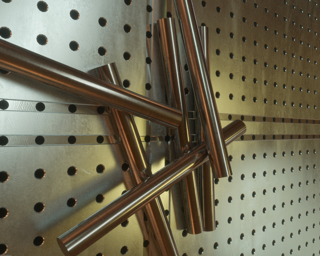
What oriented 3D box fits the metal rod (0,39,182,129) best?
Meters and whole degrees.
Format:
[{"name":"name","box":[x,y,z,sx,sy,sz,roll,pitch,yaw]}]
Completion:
[{"name":"metal rod","box":[-0.102,-0.052,0.300,0.302,0.025,0.025,19,78,-32]}]

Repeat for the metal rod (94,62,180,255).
[{"name":"metal rod","box":[-0.020,0.066,0.391,0.025,0.025,0.299,-28,108,-36]}]

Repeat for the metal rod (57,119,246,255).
[{"name":"metal rod","box":[0.015,0.057,0.386,0.302,0.025,0.025,-29,108,-36]}]

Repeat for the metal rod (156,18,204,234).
[{"name":"metal rod","box":[0.029,0.003,0.432,0.025,0.025,0.298,-15,99,-39]}]

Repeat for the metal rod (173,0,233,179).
[{"name":"metal rod","box":[0.050,-0.083,0.411,0.025,0.025,0.299,-8,84,-40]}]

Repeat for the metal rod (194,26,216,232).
[{"name":"metal rod","box":[0.065,0.003,0.462,0.025,0.025,0.298,-4,93,-40]}]
